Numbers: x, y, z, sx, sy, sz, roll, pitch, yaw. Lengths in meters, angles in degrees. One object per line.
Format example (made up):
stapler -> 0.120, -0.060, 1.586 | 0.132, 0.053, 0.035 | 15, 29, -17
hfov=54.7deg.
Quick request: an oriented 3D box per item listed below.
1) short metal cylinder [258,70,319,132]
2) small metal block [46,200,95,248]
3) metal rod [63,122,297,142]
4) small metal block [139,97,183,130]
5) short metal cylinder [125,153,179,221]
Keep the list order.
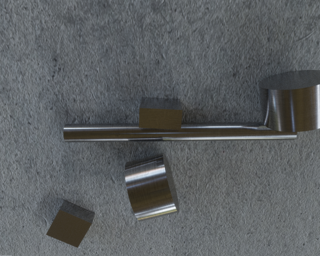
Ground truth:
short metal cylinder -> 0.162, -0.034, 0.370 | 0.080, 0.080, 0.050 | -12, 110, 4
small metal block -> -0.132, 0.142, 0.461 | 0.050, 0.025, 0.050 | 28, 108, -10
metal rod -> 0.027, 0.005, 0.412 | 0.302, 0.025, 0.025 | -1, 110, -1
small metal block -> 0.000, -0.019, 0.389 | 0.050, 0.050, 0.025 | 3, 110, -2
short metal cylinder -> -0.009, 0.077, 0.409 | 0.050, 0.080, 0.080 | -15, 110, 5
